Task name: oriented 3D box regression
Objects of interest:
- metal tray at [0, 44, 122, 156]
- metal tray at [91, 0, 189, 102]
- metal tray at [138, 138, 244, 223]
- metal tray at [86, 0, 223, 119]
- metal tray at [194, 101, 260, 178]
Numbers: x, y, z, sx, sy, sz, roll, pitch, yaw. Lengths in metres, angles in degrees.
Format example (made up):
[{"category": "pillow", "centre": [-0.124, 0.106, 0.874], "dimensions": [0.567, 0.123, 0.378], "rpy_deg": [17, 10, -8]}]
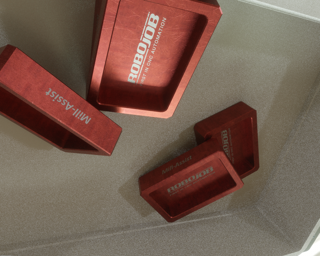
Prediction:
[{"category": "metal tray", "centre": [-0.111, -0.018, 0.294], "dimensions": [0.130, 0.090, 0.030], "rpy_deg": [41, 60, -40]}, {"category": "metal tray", "centre": [-0.025, -0.093, 0.335], "dimensions": [0.091, 0.030, 0.129], "rpy_deg": [-3, 120, -27]}, {"category": "metal tray", "centre": [0.046, 0.080, 0.455], "dimensions": [0.130, 0.030, 0.090], "rpy_deg": [-30, 126, 10]}, {"category": "metal tray", "centre": [-0.013, -0.067, 0.282], "dimensions": [0.091, 0.030, 0.129], "rpy_deg": [6, 137, -19]}, {"category": "metal tray", "centre": [0.108, 0.033, 0.487], "dimensions": [0.091, 0.030, 0.129], "rpy_deg": [-26, 128, -13]}]
